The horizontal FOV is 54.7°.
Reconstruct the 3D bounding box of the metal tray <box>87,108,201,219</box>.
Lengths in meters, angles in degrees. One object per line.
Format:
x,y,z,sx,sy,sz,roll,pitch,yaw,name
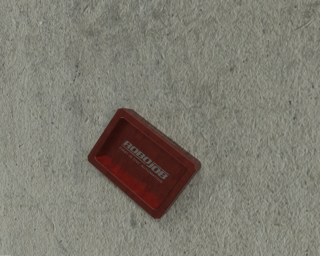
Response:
-0.023,0.045,0.415,0.130,0.030,0.090,38,102,15,metal tray
